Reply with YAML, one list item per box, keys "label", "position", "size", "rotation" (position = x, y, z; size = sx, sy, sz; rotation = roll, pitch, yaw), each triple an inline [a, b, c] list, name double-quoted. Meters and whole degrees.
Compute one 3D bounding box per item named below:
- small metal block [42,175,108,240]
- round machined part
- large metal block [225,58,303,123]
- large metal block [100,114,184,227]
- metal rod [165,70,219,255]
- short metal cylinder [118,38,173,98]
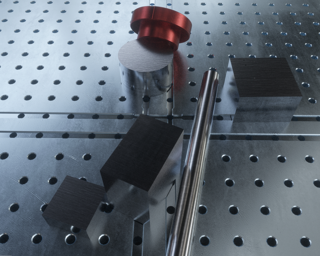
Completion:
- label: "small metal block"
  position: [-0.089, 0.085, 0.335]
  size: [0.050, 0.025, 0.050]
  rotation: [15, 52, 12]
- label: "round machined part"
  position: [0.000, -0.155, 0.503]
  size: [0.098, 0.098, 0.042]
  rotation: [10, 87, 8]
- label: "large metal block"
  position: [0.141, -0.054, 0.438]
  size: [0.081, 0.050, 0.080]
  rotation: [-1, 50, -1]
- label: "large metal block"
  position: [-0.015, 0.046, 0.333]
  size: [0.050, 0.080, 0.080]
  rotation: [21, 53, 16]
- label: "metal rod"
  position: [0.045, 0.034, 0.379]
  size: [0.025, 0.025, 0.300]
  rotation: [10, 51, 8]
- label: "short metal cylinder"
  position: [-0.021, -0.092, 0.468]
  size: [0.081, 0.050, 0.080]
  rotation: [0, 50, 0]
